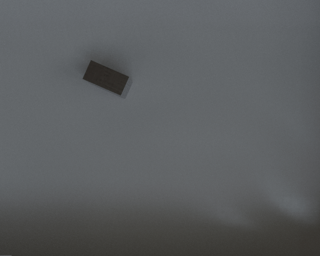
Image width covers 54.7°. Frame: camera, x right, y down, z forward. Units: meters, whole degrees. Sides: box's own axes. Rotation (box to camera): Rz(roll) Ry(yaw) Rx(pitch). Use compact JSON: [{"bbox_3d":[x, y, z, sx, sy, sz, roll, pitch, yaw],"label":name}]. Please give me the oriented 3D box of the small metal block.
[{"bbox_3d":[-0.065,-0.061,0.398,0.050,0.050,0.025,24,90,-1],"label":"small metal block"}]
